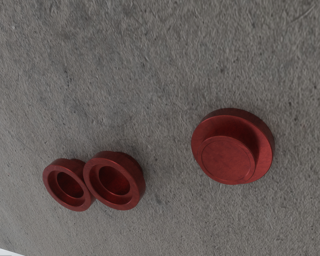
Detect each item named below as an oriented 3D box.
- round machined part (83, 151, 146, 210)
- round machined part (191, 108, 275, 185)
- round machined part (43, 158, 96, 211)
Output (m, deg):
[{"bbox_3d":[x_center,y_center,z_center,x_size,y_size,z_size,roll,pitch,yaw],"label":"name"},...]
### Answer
[{"bbox_3d":[-0.065,0.076,0.477,0.098,0.042,0.097,13,124,21],"label":"round machined part"},{"bbox_3d":[0.083,0.029,0.370,0.098,0.042,0.097,13,124,21],"label":"round machined part"},{"bbox_3d":[-0.147,0.092,0.531,0.098,0.042,0.097,13,124,21],"label":"round machined part"}]
